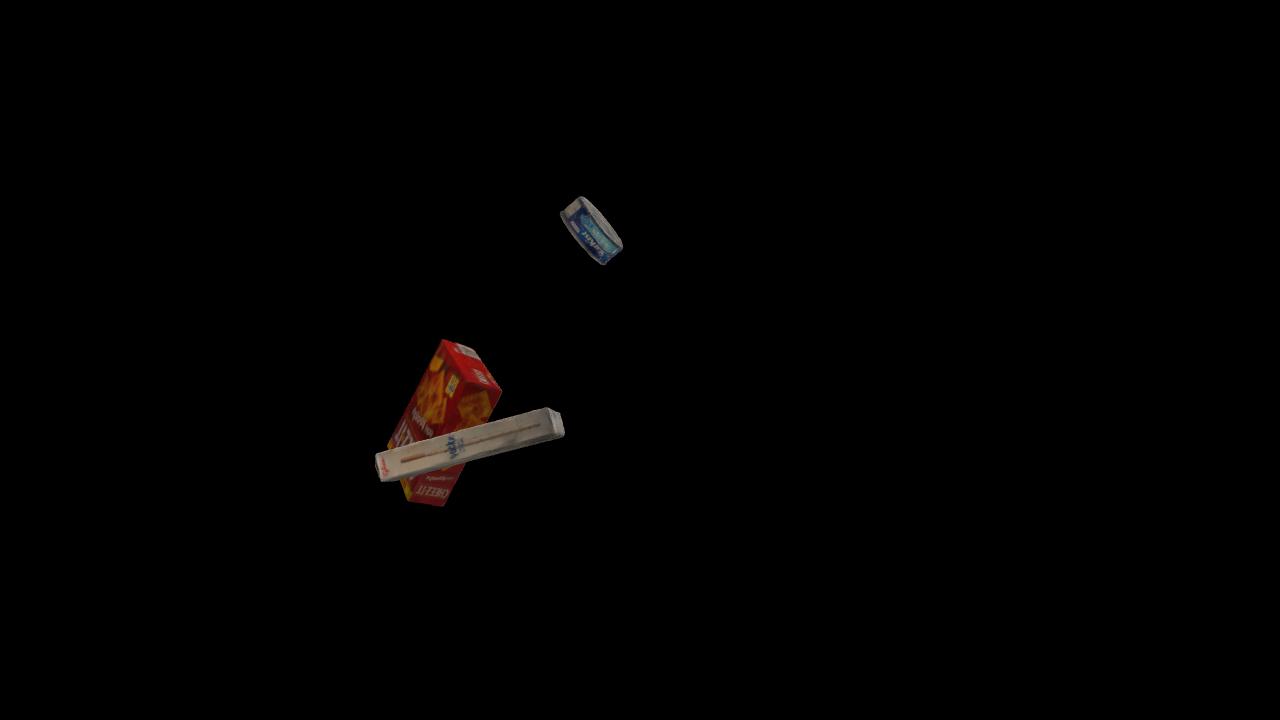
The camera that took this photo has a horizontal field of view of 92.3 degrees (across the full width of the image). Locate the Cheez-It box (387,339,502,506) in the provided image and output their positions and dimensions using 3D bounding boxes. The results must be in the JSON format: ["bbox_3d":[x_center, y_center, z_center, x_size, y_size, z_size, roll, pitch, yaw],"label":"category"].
[{"bbox_3d":[-0.325,0.099,1.008,0.071,0.223,0.166,22,13,-39],"label":"Cheez-It box"}]

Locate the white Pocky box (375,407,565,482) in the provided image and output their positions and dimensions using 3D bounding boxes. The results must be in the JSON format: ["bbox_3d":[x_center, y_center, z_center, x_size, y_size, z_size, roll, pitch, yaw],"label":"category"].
[{"bbox_3d":[-0.149,0.077,0.562,0.154,0.028,0.084,-15,-7,-3],"label":"white Pocky box"}]

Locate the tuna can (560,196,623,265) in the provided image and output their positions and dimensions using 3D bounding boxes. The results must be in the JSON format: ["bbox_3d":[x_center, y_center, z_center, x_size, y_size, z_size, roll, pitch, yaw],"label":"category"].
[{"bbox_3d":[-0.058,-0.159,0.756,0.034,0.084,0.084,-37,-10,13],"label":"tuna can"}]
